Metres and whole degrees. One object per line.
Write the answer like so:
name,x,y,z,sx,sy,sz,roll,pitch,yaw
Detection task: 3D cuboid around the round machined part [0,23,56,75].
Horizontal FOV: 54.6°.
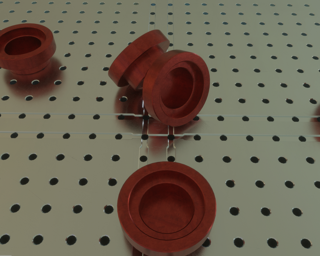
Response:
round machined part,-0.217,-0.124,0.500,0.099,0.042,0.098,0,50,0

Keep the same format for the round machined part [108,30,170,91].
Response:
round machined part,-0.023,-0.090,0.444,0.098,0.098,0.042,-39,87,-28

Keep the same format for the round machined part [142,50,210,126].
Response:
round machined part,0.017,-0.055,0.411,0.099,0.098,0.042,-33,37,-25

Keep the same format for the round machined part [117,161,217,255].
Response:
round machined part,0.007,0.087,0.324,0.099,0.042,0.098,0,50,0
